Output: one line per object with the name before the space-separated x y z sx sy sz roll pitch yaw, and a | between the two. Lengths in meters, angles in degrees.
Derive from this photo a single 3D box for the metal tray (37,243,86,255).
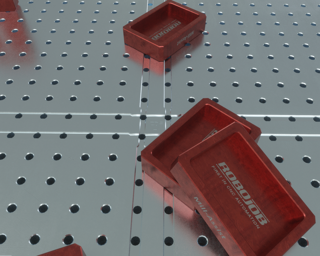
metal tray | -0.097 0.175 0.256 0.091 0.030 0.130 -15 52 -13

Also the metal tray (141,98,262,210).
metal tray | 0.052 0.025 0.383 0.090 0.030 0.131 35 58 25

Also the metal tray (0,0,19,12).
metal tray | -0.331 -0.281 0.571 0.091 0.129 0.030 -4 51 -4

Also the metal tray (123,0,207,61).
metal tray | 0.010 -0.178 0.553 0.090 0.030 0.131 33 57 24

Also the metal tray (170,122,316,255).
metal tray | 0.084 0.067 0.319 0.091 0.030 0.130 -28 74 -26
